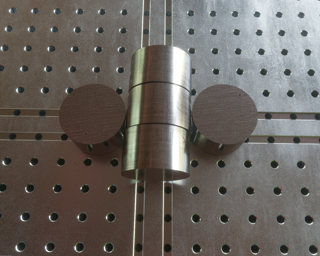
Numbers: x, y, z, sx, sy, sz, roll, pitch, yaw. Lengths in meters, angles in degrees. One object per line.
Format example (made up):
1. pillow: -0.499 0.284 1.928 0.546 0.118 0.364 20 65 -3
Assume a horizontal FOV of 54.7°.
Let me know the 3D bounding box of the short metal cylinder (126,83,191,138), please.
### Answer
1. short metal cylinder: -0.001 -0.016 0.388 0.081 0.080 0.050 2 70 0

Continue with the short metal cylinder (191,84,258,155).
1. short metal cylinder: 0.079 -0.010 0.402 0.081 0.050 0.080 0 70 0

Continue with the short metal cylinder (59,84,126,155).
1. short metal cylinder: -0.082 -0.010 0.400 0.081 0.050 0.080 0 70 0

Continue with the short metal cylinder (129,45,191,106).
1. short metal cylinder: 0.001 -0.064 0.405 0.081 0.080 0.050 2 70 0

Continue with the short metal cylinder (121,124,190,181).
1. short metal cylinder: -0.005 0.032 0.370 0.081 0.080 0.050 1 70 0
